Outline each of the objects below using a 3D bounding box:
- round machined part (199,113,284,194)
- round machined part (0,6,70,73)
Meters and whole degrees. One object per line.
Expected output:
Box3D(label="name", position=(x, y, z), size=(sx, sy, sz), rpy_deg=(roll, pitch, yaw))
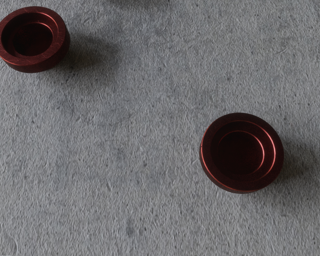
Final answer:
Box3D(label="round machined part", position=(0.098, 0.033, 0.387), size=(0.099, 0.042, 0.098), rpy_deg=(0, 70, 0))
Box3D(label="round machined part", position=(-0.177, -0.120, 0.442), size=(0.099, 0.042, 0.098), rpy_deg=(0, 70, 0))
